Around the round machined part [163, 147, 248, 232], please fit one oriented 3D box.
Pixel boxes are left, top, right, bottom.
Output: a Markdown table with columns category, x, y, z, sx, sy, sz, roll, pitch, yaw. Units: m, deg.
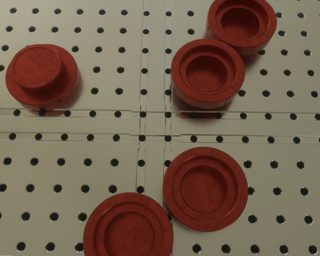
| category | x | y | z | sx | sy | sz | roll | pitch | yaw |
| --- | --- | --- | --- | --- | --- | --- | --- | --- | --- |
| round machined part | 0.053 | 0.075 | 0.376 | 0.099 | 0.042 | 0.098 | 0 | 70 | -1 |

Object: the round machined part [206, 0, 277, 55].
| category | x | y | z | sx | sy | sz | roll | pitch | yaw |
| --- | --- | --- | --- | --- | --- | --- | --- | --- | --- |
| round machined part | 0.117 | -0.149 | 0.459 | 0.099 | 0.042 | 0.098 | 0 | 70 | -1 |

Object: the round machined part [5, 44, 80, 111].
| category | x | y | z | sx | sy | sz | roll | pitch | yaw |
| --- | --- | --- | --- | --- | --- | --- | --- | --- | --- |
| round machined part | -0.165 | -0.076 | 0.429 | 0.099 | 0.042 | 0.098 | 0 | 70 | -1 |

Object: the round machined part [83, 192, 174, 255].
| category | x | y | z | sx | sy | sz | roll | pitch | yaw |
| --- | --- | --- | --- | --- | --- | --- | --- | --- | --- |
| round machined part | -0.034 | 0.126 | 0.356 | 0.099 | 0.042 | 0.098 | 0 | 70 | -1 |

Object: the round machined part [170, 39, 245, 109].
| category | x | y | z | sx | sy | sz | roll | pitch | yaw |
| --- | --- | --- | --- | --- | --- | --- | --- | --- | --- |
| round machined part | 0.064 | -0.071 | 0.429 | 0.099 | 0.042 | 0.098 | 0 | 70 | -1 |
